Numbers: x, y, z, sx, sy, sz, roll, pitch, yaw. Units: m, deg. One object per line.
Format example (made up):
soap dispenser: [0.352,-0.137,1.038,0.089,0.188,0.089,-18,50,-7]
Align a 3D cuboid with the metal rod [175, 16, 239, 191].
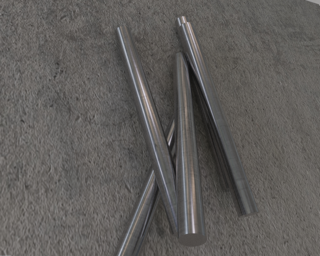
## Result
metal rod: [0.066,-0.052,0.470,0.025,0.025,0.299,2,61,-27]

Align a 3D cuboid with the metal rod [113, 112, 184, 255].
metal rod: [-0.016,0.087,0.341,0.025,0.025,0.301,31,52,-9]

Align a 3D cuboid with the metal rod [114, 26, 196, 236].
metal rod: [-0.016,-0.019,0.385,0.025,0.025,0.299,0,55,-28]

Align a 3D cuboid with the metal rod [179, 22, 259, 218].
metal rod: [0.074,-0.029,0.430,0.025,0.025,0.299,1,61,-28]

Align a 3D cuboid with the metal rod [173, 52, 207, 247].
metal rod: [0.030,-0.005,0.379,0.025,0.025,0.300,20,41,-17]
